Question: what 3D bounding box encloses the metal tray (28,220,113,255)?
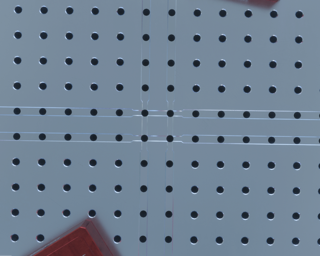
[{"bbox_3d":[-0.129,0.195,0.410,0.130,0.030,0.090,-32,90,0],"label":"metal tray"}]
